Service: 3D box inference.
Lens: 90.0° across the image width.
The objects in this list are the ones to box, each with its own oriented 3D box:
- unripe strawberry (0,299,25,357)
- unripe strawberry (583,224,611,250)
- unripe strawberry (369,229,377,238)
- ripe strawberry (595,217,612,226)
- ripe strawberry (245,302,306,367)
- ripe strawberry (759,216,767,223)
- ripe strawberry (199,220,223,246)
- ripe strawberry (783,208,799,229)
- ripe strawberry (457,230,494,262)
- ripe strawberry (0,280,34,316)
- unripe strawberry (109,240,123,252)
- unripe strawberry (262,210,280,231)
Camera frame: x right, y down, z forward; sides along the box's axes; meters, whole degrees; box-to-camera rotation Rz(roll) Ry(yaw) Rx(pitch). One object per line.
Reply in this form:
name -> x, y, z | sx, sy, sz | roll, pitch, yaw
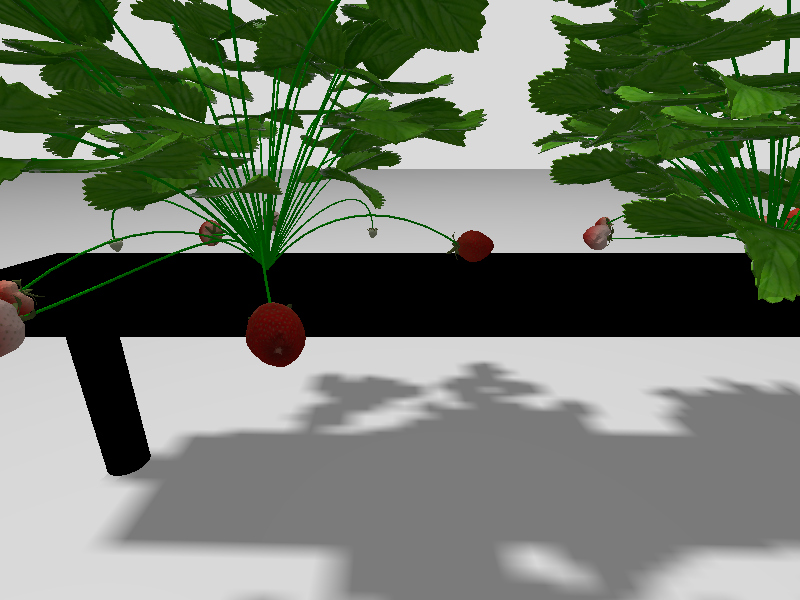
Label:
unripe strawberry -> -0.210, 0.016, 0.198 | 0.032, 0.033, 0.034 | 10, 23, 26
unripe strawberry -> 0.213, -0.069, 0.435 | 0.026, 0.027, 0.024 | 13, 23, 33
unripe strawberry -> -0.032, -0.079, 0.477 | 0.010, 0.011, 0.011 | 13, 24, 33
ripe strawberry -> 0.262, -0.096, 0.518 | 0.019, 0.022, 0.021 | -8, -5, -20
ripe strawberry -> -0.059, 0.018, 0.190 | 0.027, 0.031, 0.030 | -7, 21, -18
ripe strawberry -> 0.462, -0.095, 0.514 | 0.025, 0.027, 0.027 | 15, 24, 36
ripe strawberry -> -0.215, -0.077, 0.455 | 0.025, 0.029, 0.027 | -17, 26, -40
ripe strawberry -> 0.506, -0.098, 0.505 | 0.040, 0.039, 0.037 | -16, 25, -39
ripe strawberry -> 0.071, -0.052, 0.381 | 0.035, 0.030, 0.035 | -2, 20, -7
ripe strawberry -> -0.242, 0.002, 0.245 | 0.022, 0.025, 0.023 | 19, 55, 42
unripe strawberry -> -0.279, -0.054, 0.395 | 0.011, 0.012, 0.011 | 5, 20, 13
unripe strawberry -> -0.175, -0.109, 0.549 | 0.027, 0.028, 0.029 | -5, 8, -14
